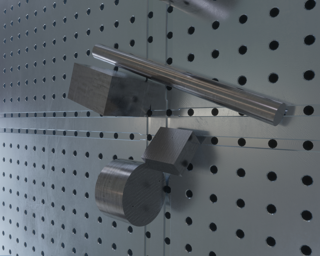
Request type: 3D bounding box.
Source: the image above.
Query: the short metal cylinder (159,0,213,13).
[{"bbox_3d":[0.028,-0.185,0.370,0.080,0.050,0.079,0,90,40],"label":"short metal cylinder"}]

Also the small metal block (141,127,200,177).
[{"bbox_3d":[0.013,0.028,0.381,0.050,0.025,0.050,7,54,39],"label":"small metal block"}]

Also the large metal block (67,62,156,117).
[{"bbox_3d":[-0.066,-0.052,0.428,0.080,0.081,0.050,24,105,37],"label":"large metal block"}]

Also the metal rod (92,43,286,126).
[{"bbox_3d":[0.012,-0.067,0.399,0.300,0.025,0.025,26,107,36],"label":"metal rod"}]

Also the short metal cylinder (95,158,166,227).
[{"bbox_3d":[-0.037,0.082,0.404,0.050,0.081,0.079,3,92,40],"label":"short metal cylinder"}]
